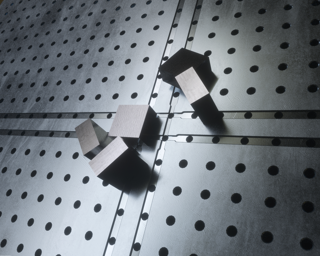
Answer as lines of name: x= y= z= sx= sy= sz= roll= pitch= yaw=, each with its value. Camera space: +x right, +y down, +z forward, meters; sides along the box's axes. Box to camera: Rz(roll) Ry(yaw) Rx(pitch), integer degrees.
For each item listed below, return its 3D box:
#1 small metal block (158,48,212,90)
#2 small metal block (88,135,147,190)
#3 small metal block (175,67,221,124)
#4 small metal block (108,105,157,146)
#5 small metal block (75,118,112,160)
small metal block: x=0.035 y=-0.082 z=0.432 sx=0.050 sy=0.025 sz=0.050 roll=-44 pitch=50 yaw=-19
small metal block: x=-0.052 y=0.045 z=0.391 sx=0.050 sy=0.050 sz=0.025 roll=-42 pitch=51 yaw=-1
small metal block: x=0.048 y=-0.040 z=0.391 sx=0.025 sy=0.050 sz=0.050 roll=-31 pitch=52 yaw=9
small metal block: x=-0.038 y=-0.004 z=0.429 sx=0.050 sy=0.025 sz=0.050 roll=2 pitch=63 yaw=29
small metal block: x=-0.085 y=0.022 z=0.422 sx=0.025 sy=0.050 sz=0.050 roll=-34 pitch=52 yaw=6
